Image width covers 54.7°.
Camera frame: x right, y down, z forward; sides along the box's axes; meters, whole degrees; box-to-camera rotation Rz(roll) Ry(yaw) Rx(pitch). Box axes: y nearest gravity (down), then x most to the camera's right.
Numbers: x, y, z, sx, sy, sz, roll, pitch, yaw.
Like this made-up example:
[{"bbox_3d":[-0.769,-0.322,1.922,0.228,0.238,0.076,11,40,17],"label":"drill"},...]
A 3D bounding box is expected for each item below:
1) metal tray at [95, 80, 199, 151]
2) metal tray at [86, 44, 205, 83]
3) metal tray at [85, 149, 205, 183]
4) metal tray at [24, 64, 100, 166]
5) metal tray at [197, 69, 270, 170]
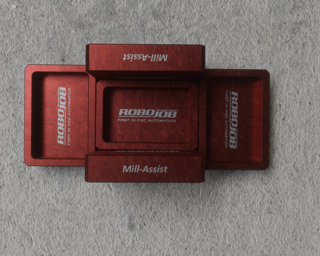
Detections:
[{"bbox_3d":[-0.017,-0.016,0.408,0.131,0.030,0.089,1,90,-1],"label":"metal tray"},{"bbox_3d":[-0.016,-0.076,0.378,0.131,0.090,0.030,0,90,-1],"label":"metal tray"},{"bbox_3d":[-0.016,0.044,0.377,0.131,0.090,0.030,0,90,-1],"label":"metal tray"},{"bbox_3d":[-0.127,-0.016,0.407,0.091,0.030,0.129,1,90,-1],"label":"metal tray"},{"bbox_3d":[0.095,-0.011,0.410,0.091,0.030,0.129,1,90,-1],"label":"metal tray"}]
